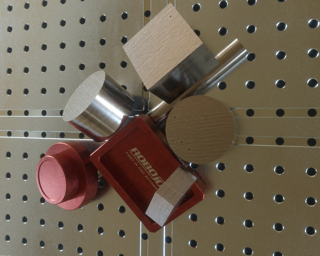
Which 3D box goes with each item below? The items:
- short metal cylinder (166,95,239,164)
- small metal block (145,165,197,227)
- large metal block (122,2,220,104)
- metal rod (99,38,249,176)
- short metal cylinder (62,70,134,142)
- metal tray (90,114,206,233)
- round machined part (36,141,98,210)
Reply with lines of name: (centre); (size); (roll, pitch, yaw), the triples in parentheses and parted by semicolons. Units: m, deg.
short metal cylinder: (0.053, 0.002, 0.380); (0.080, 0.050, 0.079); (0, 90, 20)
small metal block: (0.013, 0.080, 0.363); (0.025, 0.050, 0.050); (36, 137, 14)
large metal block: (0.012, -0.090, 0.383); (0.080, 0.050, 0.080); (-39, 58, 16)
metal rod: (-0.012, -0.009, 0.418); (0.300, 0.025, 0.025); (-39, 78, 16)
short metal cylinder: (-0.081, -0.028, 0.406); (0.080, 0.050, 0.080); (-31, 37, 27)
metal tray: (-0.015, 0.058, 0.400); (0.090, 0.030, 0.130); (-39, 90, 16)
round machined part: (-0.137, 0.069, 0.438); (0.098, 0.042, 0.097); (5, 99, 35)
